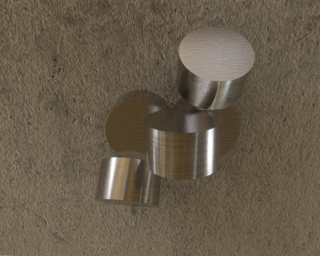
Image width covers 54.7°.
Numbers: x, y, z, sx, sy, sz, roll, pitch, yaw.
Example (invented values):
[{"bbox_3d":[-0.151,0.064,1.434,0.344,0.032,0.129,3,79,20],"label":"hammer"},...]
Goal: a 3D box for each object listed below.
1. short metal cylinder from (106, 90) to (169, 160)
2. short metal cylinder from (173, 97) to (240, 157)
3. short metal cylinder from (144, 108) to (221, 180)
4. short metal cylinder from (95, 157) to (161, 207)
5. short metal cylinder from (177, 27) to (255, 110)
[{"bbox_3d":[-0.025,-0.004,0.395,0.081,0.050,0.079,0,110,-1],"label":"short metal cylinder"},{"bbox_3d":[0.056,-0.006,0.396,0.081,0.050,0.079,0,110,-1],"label":"short metal cylinder"},{"bbox_3d":[0.024,0.014,0.334,0.081,0.080,0.050,-1,110,0],"label":"short metal cylinder"},{"bbox_3d":[-0.039,0.072,0.401,0.081,0.080,0.050,7,71,-3],"label":"short metal cylinder"},{"bbox_3d":[0.060,-0.067,0.350,0.081,0.080,0.050,1,148,-1],"label":"short metal cylinder"}]
